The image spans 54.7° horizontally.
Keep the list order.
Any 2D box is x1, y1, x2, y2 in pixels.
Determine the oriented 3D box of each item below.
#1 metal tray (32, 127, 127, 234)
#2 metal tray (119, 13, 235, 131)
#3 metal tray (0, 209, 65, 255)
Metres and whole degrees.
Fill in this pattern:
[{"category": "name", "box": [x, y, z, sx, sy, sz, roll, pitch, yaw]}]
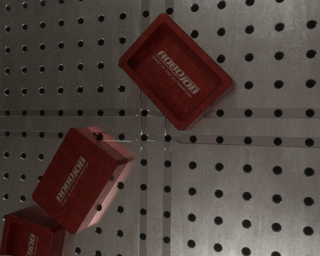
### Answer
[{"category": "metal tray", "box": [-0.119, 0.075, 0.450, 0.090, 0.030, 0.129, 35, 101, 16]}, {"category": "metal tray", "box": [0.020, -0.071, 0.402, 0.090, 0.030, 0.130, -45, 77, 14]}, {"category": "metal tray", "box": [-0.202, 0.203, 0.479, 0.090, 0.030, 0.129, 11, 94, 19]}]
